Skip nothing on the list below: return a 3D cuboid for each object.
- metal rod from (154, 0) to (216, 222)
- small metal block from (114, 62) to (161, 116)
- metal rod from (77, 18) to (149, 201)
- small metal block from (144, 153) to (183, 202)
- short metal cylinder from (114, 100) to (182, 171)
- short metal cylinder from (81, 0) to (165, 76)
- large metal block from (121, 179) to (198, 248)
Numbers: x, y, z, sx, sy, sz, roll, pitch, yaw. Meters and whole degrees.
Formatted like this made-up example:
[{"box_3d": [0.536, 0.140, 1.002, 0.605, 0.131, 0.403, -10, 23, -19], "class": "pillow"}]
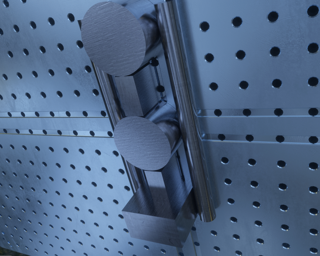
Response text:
[{"box_3d": [0.037, -0.002, 0.389, 0.025, 0.025, 0.298, 1, 119, 28], "class": "metal rod"}, {"box_3d": [-0.025, -0.048, 0.377, 0.025, 0.050, 0.050, 1, 119, 28], "class": "small metal block"}, {"box_3d": [-0.055, -0.003, 0.438, 0.025, 0.025, 0.298, 1, 119, 28], "class": "metal rod"}, {"box_3d": [0.006, 0.066, 0.431, 0.025, 0.050, 0.050, 0, 119, 28], "class": "small metal block"}, {"box_3d": [-0.013, 0.009, 0.407, 0.080, 0.050, 0.079, 13, 124, 21], "class": "short metal cylinder"}, {"box_3d": [-0.041, -0.105, 0.351, 0.080, 0.050, 0.079, 13, 124, 21], "class": "short metal cylinder"}, {"box_3d": [0.005, 0.116, 0.445, 0.080, 0.080, 0.050, 1, 119, 28], "class": "large metal block"}]
